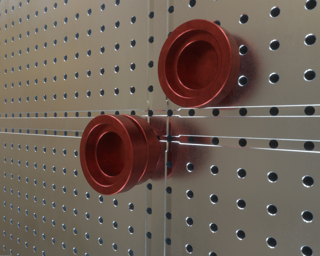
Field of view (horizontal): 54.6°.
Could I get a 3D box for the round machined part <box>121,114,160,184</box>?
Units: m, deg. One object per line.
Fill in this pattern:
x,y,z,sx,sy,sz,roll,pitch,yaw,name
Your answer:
-0.039,0.030,0.431,0.098,0.042,0.097,0,90,40,round machined part

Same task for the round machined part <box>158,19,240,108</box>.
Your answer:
0.048,-0.071,0.359,0.098,0.042,0.097,0,90,40,round machined part

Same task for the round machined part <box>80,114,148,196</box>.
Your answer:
-0.054,0.032,0.389,0.098,0.042,0.097,0,90,40,round machined part
